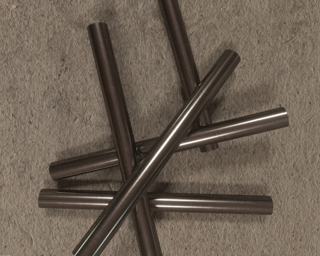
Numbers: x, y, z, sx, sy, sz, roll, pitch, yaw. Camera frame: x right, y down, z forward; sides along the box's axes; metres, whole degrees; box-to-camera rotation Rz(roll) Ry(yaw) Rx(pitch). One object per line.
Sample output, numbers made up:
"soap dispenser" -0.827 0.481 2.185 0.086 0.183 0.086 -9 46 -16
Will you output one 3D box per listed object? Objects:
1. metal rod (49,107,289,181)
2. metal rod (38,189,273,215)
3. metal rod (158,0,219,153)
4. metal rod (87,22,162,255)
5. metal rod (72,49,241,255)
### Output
"metal rod" 0.006 0.022 0.391 0.301 0.025 0.025 -14 90 7
"metal rod" -0.005 0.098 0.409 0.302 0.025 0.025 2 90 -1
"metal rod" 0.026 -0.114 0.410 0.025 0.025 0.298 -16 90 0
"metal rod" -0.041 0.021 0.371 0.025 0.025 0.298 -14 87 0
"metal rod" 0.008 0.020 0.360 0.025 0.025 0.300 38 72 0
